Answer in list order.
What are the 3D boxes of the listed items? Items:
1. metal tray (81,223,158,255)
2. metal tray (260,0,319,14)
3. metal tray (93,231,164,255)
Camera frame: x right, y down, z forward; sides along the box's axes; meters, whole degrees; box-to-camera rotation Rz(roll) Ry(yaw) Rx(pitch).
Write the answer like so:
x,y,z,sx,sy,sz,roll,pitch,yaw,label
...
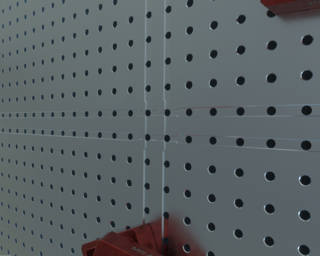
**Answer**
x,y,z,sx,sy,sz,roll,pitch,yaw,label
-0.056,0.200,0.449,0.130,0.030,0.090,-29,72,35,metal tray
0.160,-0.159,0.273,0.130,0.030,0.089,5,93,39,metal tray
-0.027,0.200,0.391,0.130,0.030,0.089,20,100,14,metal tray
